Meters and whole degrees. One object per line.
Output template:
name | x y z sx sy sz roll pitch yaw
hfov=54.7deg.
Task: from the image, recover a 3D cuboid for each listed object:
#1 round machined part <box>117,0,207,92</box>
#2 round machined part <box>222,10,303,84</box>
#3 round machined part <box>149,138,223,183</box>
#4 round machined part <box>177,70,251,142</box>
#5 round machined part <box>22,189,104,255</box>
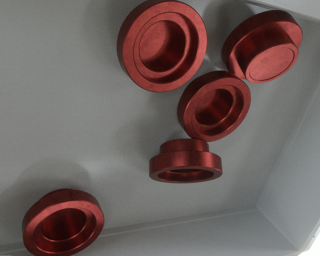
round machined part | -0.001 -0.092 0.342 0.099 0.042 0.097 -14 125 -21
round machined part | 0.131 -0.094 0.389 0.099 0.042 0.098 -12 149 -7
round machined part | 0.034 0.045 0.425 0.099 0.042 0.098 -1 158 0
round machined part | 0.067 -0.032 0.413 0.099 0.042 0.097 -13 128 -17
round machined part | -0.126 0.118 0.403 0.099 0.042 0.097 -14 125 -21
